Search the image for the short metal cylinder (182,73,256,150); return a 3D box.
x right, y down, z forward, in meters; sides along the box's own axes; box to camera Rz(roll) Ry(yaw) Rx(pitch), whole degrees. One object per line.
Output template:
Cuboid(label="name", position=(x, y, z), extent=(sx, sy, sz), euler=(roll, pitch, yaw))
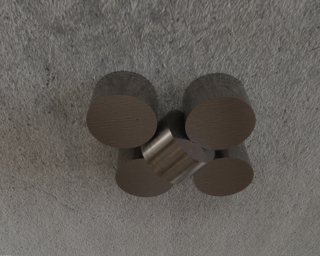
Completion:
Cuboid(label="short metal cylinder", position=(0.069, -0.019, 0.375), extent=(0.081, 0.050, 0.079), euler=(0, 130, 0))

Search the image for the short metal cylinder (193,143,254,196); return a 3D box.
Cuboid(label="short metal cylinder", position=(0.085, 0.051, 0.436), extent=(0.081, 0.050, 0.079), euler=(0, 130, 0))

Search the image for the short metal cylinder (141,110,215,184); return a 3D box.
Cuboid(label="short metal cylinder", position=(0.023, 0.024, 0.393), extent=(0.080, 0.080, 0.050), euler=(32, 123, -25))

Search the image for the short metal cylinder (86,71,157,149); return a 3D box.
Cuboid(label="short metal cylinder", position=(-0.043, -0.021, 0.372), extent=(0.081, 0.050, 0.079), euler=(0, 130, 0))

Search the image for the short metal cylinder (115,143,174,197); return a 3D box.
Cuboid(label="short metal cylinder", position=(-0.020, 0.053, 0.435), extent=(0.081, 0.050, 0.079), euler=(0, 130, 0))
